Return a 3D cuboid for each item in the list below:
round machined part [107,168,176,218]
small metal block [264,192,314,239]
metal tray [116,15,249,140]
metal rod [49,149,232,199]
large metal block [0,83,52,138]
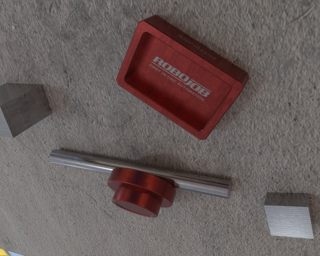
[{"bbox_3d":[-0.030,0.097,0.444,0.098,0.042,0.098,15,155,8],"label":"round machined part"},{"bbox_3d":[0.163,0.109,0.389,0.050,0.025,0.050,-6,116,30],"label":"small metal block"},{"bbox_3d":[0.022,-0.056,0.357,0.130,0.030,0.089,34,129,5],"label":"metal tray"},{"bbox_3d":[-0.044,0.065,0.470,0.301,0.025,0.025,7,122,24],"label":"metal rod"},{"bbox_3d":[-0.230,-0.030,0.474,0.080,0.080,0.050,6,121,25],"label":"large metal block"}]
